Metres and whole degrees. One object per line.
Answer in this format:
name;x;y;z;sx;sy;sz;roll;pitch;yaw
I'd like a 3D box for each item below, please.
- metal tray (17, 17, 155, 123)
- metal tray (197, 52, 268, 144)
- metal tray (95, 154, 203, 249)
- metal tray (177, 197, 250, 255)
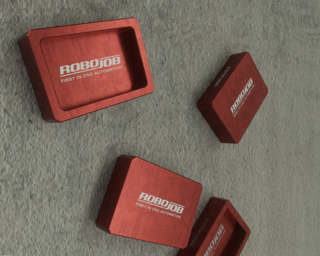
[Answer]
metal tray;-0.073;-0.066;0.339;0.131;0.030;0.089;-23;105;-38
metal tray;0.122;-0.050;0.503;0.090;0.030;0.130;52;60;-27
metal tray;-0.007;0.097;0.395;0.131;0.030;0.090;28;73;-37
metal tray;0.081;0.183;0.469;0.130;0.030;0.090;-52;120;-27
